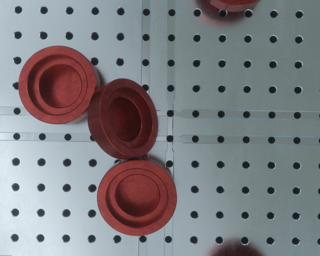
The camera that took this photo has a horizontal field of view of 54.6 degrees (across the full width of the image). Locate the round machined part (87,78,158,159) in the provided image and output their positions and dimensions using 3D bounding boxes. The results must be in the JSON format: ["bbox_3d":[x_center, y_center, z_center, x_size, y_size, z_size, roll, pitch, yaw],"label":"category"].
[{"bbox_3d":[-0.050,-0.009,0.386,0.042,0.099,0.098,-14,90,38],"label":"round machined part"}]

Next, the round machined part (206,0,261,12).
[{"bbox_3d":[0.096,-0.200,0.405,0.099,0.042,0.097,0,90,0],"label":"round machined part"}]

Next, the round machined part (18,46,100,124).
[{"bbox_3d":[-0.126,-0.053,0.402,0.098,0.042,0.097,0,88,3],"label":"round machined part"}]

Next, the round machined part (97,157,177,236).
[{"bbox_3d":[-0.028,0.084,0.401,0.099,0.042,0.097,0,97,-1],"label":"round machined part"}]
